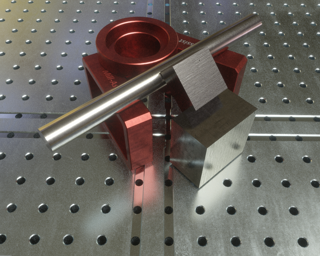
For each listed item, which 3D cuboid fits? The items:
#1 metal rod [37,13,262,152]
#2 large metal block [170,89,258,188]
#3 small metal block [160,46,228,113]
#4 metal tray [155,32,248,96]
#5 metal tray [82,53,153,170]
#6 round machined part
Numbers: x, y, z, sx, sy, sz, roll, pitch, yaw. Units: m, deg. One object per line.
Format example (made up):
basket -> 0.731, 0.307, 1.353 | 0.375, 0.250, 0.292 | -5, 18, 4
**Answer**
metal rod -> 0.010, -0.064, 0.344 | 0.302, 0.025, 0.025 | -33, 58, -25
large metal block -> 0.059, 0.010, 0.360 | 0.080, 0.080, 0.050 | -34, 58, -25
small metal block -> 0.037, -0.051, 0.328 | 0.050, 0.050, 0.025 | -35, 14, -26
metal tray -> 0.046, -0.076, 0.429 | 0.130, 0.089, 0.030 | 25, 55, 19
metal tray -> -0.053, -0.023, 0.384 | 0.030, 0.089, 0.130 | -23, 54, -18
round machined part -> -0.027, -0.094, 0.385 | 0.099, 0.042, 0.098 | 0, 50, 0
